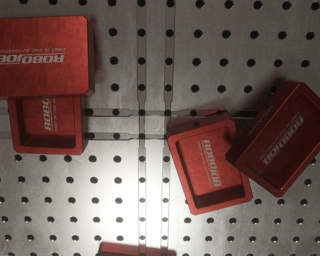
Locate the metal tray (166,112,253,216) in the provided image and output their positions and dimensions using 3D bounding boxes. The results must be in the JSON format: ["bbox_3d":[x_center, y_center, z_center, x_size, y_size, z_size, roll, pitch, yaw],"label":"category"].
[{"bbox_3d":[0.069,0.052,0.430,0.090,0.030,0.129,-16,110,5],"label":"metal tray"}]

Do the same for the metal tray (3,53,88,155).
[{"bbox_3d":[-0.143,-0.031,0.397,0.091,0.030,0.129,2,110,-2],"label":"metal tray"}]

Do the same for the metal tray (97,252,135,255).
[{"bbox_3d":[-0.043,0.254,0.503,0.131,0.030,0.089,8,110,-4],"label":"metal tray"}]

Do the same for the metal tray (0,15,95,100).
[{"bbox_3d":[-0.145,-0.080,0.362,0.131,0.030,0.089,-2,88,0],"label":"metal tray"}]

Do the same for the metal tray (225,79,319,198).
[{"bbox_3d":[0.159,0.015,0.399,0.090,0.030,0.130,36,95,-21],"label":"metal tray"}]
